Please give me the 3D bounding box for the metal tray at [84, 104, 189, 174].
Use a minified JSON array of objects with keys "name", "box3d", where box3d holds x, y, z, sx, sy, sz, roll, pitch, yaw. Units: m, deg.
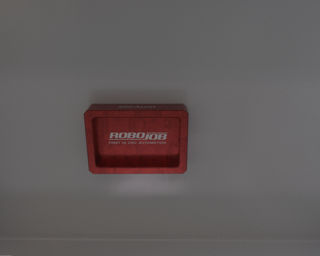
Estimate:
[{"name":"metal tray","box3d":[-0.030,0.015,0.413,0.131,0.030,0.089,0,110,0]}]
